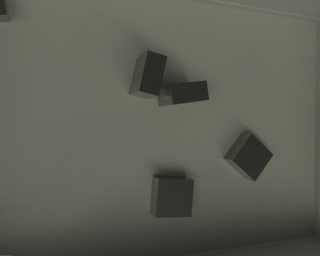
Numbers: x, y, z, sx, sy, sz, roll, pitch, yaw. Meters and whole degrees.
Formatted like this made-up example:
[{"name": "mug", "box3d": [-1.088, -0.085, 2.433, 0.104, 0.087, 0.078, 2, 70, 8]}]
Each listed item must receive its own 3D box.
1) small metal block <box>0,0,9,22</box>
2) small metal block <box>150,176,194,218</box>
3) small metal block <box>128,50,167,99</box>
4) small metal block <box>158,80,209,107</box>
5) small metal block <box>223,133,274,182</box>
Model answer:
[{"name": "small metal block", "box3d": [-0.197, -0.144, 0.338, 0.050, 0.025, 0.050, -8, 93, -20]}, {"name": "small metal block", "box3d": [0.016, 0.092, 0.416, 0.050, 0.025, 0.050, 5, 89, -20]}, {"name": "small metal block", "box3d": [-0.016, -0.065, 0.391, 0.025, 0.050, 0.050, 13, 86, -20]}, {"name": "small metal block", "box3d": [0.029, -0.045, 0.408, 0.050, 0.050, 0.025, -9, 93, -20]}, {"name": "small metal block", "box3d": [0.131, 0.043, 0.459, 0.050, 0.025, 0.050, 42, 77, -15]}]
